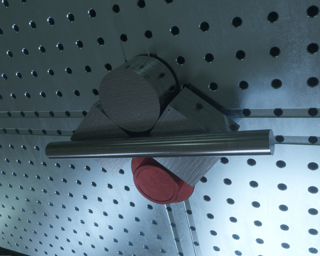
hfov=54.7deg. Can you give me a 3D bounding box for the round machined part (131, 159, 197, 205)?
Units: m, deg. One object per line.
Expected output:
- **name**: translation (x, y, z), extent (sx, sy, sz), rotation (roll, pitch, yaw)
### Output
- **round machined part**: translation (0.002, 0.068, 0.436), extent (0.098, 0.042, 0.097), rotation (13, 124, 21)

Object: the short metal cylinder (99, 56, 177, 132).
- **short metal cylinder**: translation (-0.026, -0.042, 0.378), extent (0.080, 0.050, 0.079), rotation (13, 124, 21)

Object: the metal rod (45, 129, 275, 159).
- **metal rod**: translation (-0.024, 0.023, 0.366), extent (0.300, 0.025, 0.025), rotation (-4, 116, 30)

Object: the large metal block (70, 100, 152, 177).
- **large metal block**: translation (-0.064, 0.007, 0.428), extent (0.080, 0.050, 0.080), rotation (42, 129, -3)

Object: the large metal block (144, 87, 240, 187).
- **large metal block**: translation (0.035, 0.012, 0.375), extent (0.080, 0.050, 0.079), rotation (36, 130, 4)
